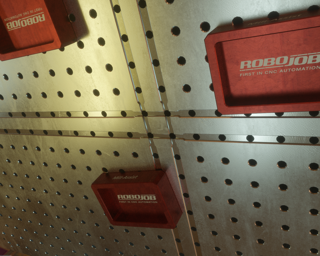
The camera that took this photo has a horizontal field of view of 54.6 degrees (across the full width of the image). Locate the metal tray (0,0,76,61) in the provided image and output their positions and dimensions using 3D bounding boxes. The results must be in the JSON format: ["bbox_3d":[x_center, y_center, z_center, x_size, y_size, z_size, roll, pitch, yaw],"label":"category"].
[{"bbox_3d":[-0.184,-0.145,0.416,0.130,0.030,0.090,-2,118,29],"label":"metal tray"}]

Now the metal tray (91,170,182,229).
[{"bbox_3d":[-0.039,0.116,0.500,0.130,0.030,0.090,-8,115,32],"label":"metal tray"}]

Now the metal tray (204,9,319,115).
[{"bbox_3d":[0.117,-0.062,0.308,0.130,0.030,0.090,-1,118,29],"label":"metal tray"}]
